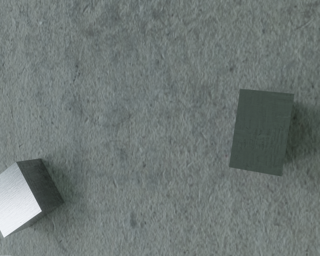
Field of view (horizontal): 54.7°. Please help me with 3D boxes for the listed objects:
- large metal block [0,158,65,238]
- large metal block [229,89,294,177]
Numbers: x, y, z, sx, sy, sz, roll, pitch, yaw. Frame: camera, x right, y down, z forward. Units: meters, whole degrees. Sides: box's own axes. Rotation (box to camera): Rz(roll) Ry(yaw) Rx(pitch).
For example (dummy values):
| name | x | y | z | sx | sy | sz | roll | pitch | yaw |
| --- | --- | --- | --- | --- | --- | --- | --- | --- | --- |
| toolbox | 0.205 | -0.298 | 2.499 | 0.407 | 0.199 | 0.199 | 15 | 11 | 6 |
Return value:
| name | x | y | z | sx | sy | sz | roll | pitch | yaw |
| --- | --- | --- | --- | --- | --- | --- | --- | --- | --- |
| large metal block | -0.206 | 0.103 | 0.467 | 0.080 | 0.050 | 0.080 | -35 | 79 | 16 |
| large metal block | 0.112 | 0.003 | 0.340 | 0.050 | 0.080 | 0.079 | 8 | 93 | 19 |
